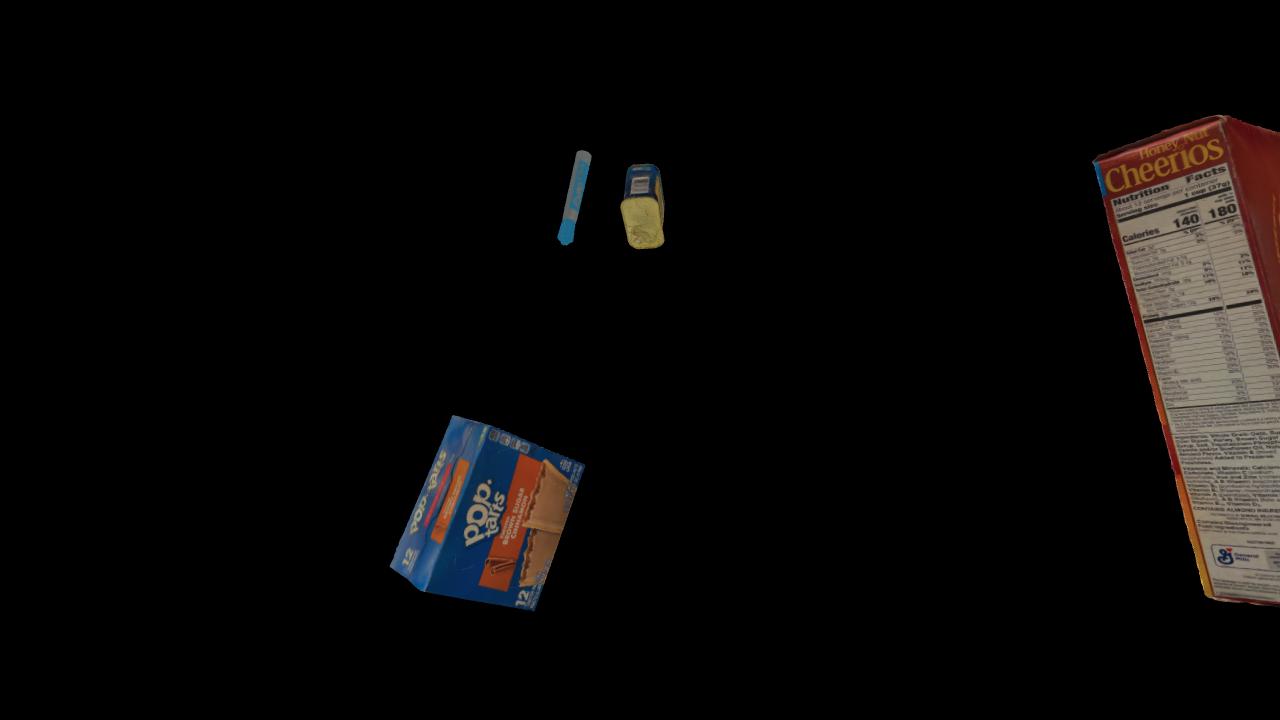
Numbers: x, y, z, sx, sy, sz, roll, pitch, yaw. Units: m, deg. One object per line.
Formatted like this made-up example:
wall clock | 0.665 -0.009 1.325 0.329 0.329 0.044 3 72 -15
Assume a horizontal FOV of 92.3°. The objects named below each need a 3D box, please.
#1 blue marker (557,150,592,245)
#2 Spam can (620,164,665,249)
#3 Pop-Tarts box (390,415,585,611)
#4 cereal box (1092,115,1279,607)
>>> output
blue marker | -0.077 -0.190 0.724 0.020 0.121 0.020 9 -17 3
Spam can | 0.007 -0.237 0.947 0.058 0.085 0.101 -1 -36 9
Pop-Tarts box | -0.157 0.164 0.660 0.083 0.167 0.141 3 -22 45
cereal box | 0.437 -0.010 0.440 0.203 0.306 0.081 -10 -4 -35
